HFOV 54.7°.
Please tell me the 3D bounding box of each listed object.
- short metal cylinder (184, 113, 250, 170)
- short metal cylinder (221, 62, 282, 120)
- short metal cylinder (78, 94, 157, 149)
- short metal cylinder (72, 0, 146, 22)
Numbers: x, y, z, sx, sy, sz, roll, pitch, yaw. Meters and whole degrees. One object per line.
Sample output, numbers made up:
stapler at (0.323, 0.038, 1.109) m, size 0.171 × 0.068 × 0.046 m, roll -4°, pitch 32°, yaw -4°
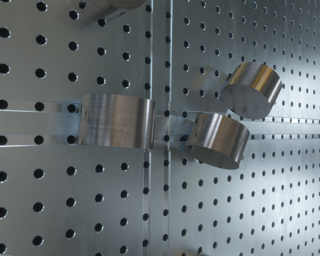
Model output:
short metal cylinder at (0.081, 0.020, 0.440) m, size 0.080 × 0.080 × 0.050 m, roll 36°, pitch 68°, yaw -34°
short metal cylinder at (0.146, -0.058, 0.495) m, size 0.080 × 0.080 × 0.050 m, roll 49°, pitch 61°, yaw -29°
short metal cylinder at (-0.045, -0.005, 0.335) m, size 0.081 × 0.080 × 0.050 m, roll 7°, pitch 86°, yaw -40°
short metal cylinder at (-0.057, -0.165, 0.344) m, size 0.081 × 0.050 × 0.079 m, roll 0°, pitch 90°, yaw -40°
